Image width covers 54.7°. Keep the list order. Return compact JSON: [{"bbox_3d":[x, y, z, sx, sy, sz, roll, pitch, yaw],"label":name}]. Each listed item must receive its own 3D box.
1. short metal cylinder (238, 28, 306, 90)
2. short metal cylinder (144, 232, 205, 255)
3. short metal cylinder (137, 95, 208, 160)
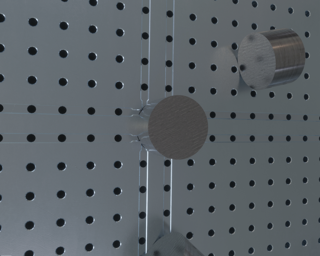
[{"bbox_3d":[0.156,-0.098,0.441,0.050,0.080,0.080,-14,95,-20],"label":"short metal cylinder"},{"bbox_3d":[0.018,0.181,0.390,0.080,0.080,0.050,-47,105,-14],"label":"short metal cylinder"},{"bbox_3d":[0.015,-0.001,0.405,0.081,0.050,0.079,0,90,-20],"label":"short metal cylinder"}]
